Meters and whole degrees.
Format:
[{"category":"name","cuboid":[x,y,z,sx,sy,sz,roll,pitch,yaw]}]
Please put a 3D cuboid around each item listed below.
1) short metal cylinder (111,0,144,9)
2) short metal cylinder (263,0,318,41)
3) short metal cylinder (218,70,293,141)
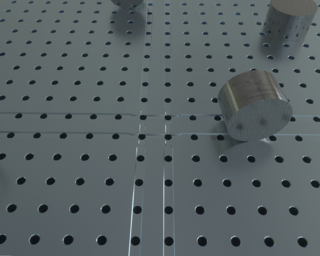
[{"category":"short metal cylinder","cuboid":[-0.064,-0.286,0.611,0.080,0.080,0.050,6,50,4]},{"category":"short metal cylinder","cuboid":[0.236,-0.203,0.565,0.081,0.050,0.080,0,50,0]},{"category":"short metal cylinder","cuboid":[0.119,-0.027,0.396,0.081,0.080,0.050,-5,51,-5]}]
